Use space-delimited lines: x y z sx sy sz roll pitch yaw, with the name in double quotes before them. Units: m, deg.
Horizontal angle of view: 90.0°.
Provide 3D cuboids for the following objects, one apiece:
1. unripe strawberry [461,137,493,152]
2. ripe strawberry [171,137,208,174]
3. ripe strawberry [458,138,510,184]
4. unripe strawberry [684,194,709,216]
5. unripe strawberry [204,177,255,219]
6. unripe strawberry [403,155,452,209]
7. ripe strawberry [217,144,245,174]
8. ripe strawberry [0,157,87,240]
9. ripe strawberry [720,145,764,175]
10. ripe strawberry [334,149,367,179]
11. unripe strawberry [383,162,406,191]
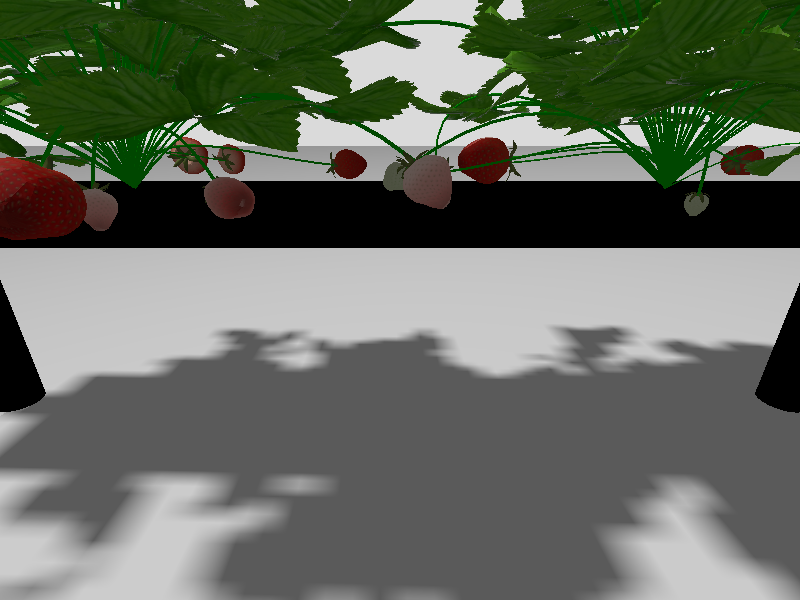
"unripe strawberry" 0.086 -0.152 0.424 0.045 0.038 0.045 15 27 33
"ripe strawberry" -0.245 -0.170 0.472 0.039 0.041 0.042 -3 22 -7
"ripe strawberry" 0.074 -0.123 0.355 0.045 0.038 0.044 3 23 9
"unripe strawberry" 0.155 -0.050 0.211 0.011 0.011 0.011 11 25 25
"unripe strawberry" -0.086 -0.052 0.206 0.024 0.021 0.024 -21 34 -41
"unripe strawberry" 0.019 -0.072 0.249 0.032 0.033 0.030 -38 3 30
"ripe strawberry" -0.194 -0.165 0.468 0.031 0.033 0.034 5 22 11
"ripe strawberry" -0.150 -0.039 0.160 0.037 0.032 0.037 -9 37 -20
"ripe strawberry" 0.366 -0.149 0.427 0.036 0.031 0.036 -15 27 -33
"ripe strawberry" -0.049 -0.133 0.393 0.032 0.028 0.032 -7 24 -19
"unripe strawberry" -0.003 -0.093 0.307 0.022 0.022 0.024 -34 23 6
